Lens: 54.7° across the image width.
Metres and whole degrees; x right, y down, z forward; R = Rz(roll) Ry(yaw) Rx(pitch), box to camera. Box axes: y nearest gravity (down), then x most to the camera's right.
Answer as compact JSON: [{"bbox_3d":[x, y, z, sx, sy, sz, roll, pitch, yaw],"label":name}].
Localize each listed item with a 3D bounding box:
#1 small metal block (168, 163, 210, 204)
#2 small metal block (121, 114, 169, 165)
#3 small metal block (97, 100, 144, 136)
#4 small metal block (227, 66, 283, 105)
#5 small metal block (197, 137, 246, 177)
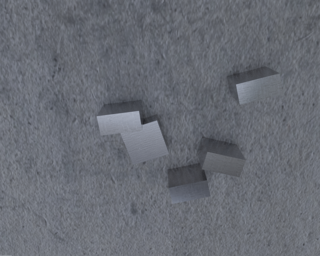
[{"bbox_3d":[0.038,0.075,0.425,0.050,0.050,0.025,-12,110,4],"label":"small metal block"},{"bbox_3d":[-0.020,0.015,0.415,0.050,0.025,0.050,-17,110,6],"label":"small metal block"},{"bbox_3d":[-0.048,-0.014,0.391,0.050,0.050,0.025,-7,110,2],"label":"small metal block"},{"bbox_3d":[0.114,-0.053,0.379,0.050,0.050,0.025,-14,110,5],"label":"small metal block"},{"bbox_3d":[0.080,0.037,0.412,0.050,0.050,0.025,13,110,-5],"label":"small metal block"}]
